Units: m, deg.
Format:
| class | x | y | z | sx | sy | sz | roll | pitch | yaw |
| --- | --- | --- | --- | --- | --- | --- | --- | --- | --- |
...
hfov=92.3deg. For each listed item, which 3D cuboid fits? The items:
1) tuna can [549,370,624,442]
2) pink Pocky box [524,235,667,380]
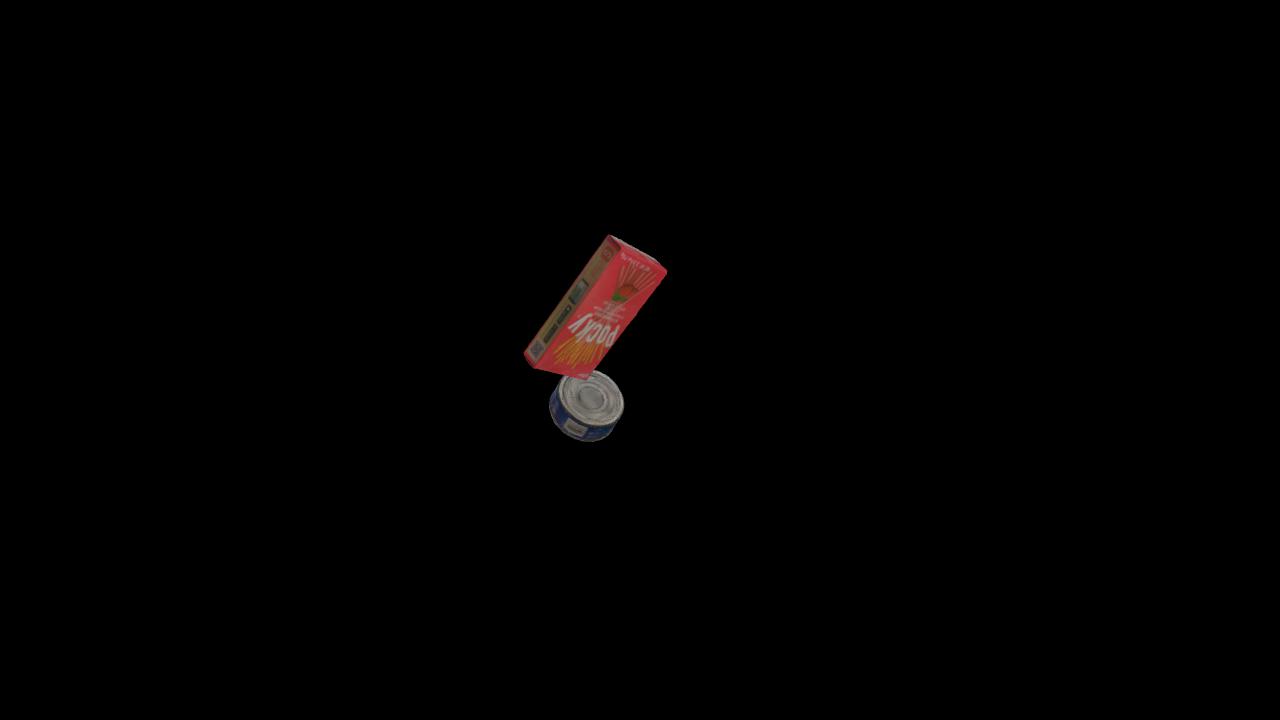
| class | x | y | z | sx | sy | sz | roll | pitch | yaw |
| --- | --- | --- | --- | --- | --- | --- | --- | --- | --- |
| tuna can | -0.062 | 0.051 | 0.718 | 0.084 | 0.084 | 0.034 | 0 | -37 | -29 |
| pink Pocky box | -0.045 | -0.049 | 0.637 | 0.084 | 0.155 | 0.029 | 17 | 26 | -53 |
